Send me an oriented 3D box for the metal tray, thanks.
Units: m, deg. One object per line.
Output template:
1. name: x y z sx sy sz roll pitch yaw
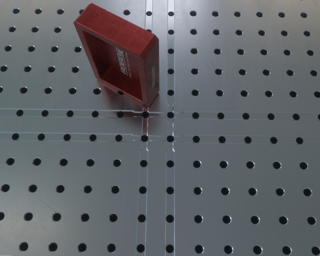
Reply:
1. metal tray: -0.047 -0.083 0.386 0.090 0.130 0.030 29 73 10
